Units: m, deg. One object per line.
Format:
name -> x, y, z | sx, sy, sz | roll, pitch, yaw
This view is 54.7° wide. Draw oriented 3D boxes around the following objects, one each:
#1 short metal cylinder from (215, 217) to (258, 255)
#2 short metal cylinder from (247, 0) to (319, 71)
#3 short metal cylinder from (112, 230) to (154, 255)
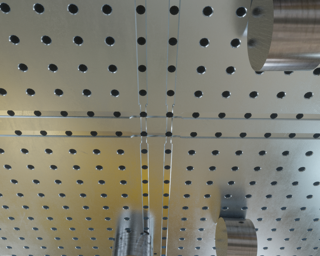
short metal cylinder -> 0.133, 0.201, 0.548 | 0.050, 0.080, 0.079 | 5, 130, -4
short metal cylinder -> 0.119, -0.095, 0.296 | 0.050, 0.080, 0.079 | 0, 130, 0
short metal cylinder -> -0.053, 0.243, 0.602 | 0.081, 0.050, 0.079 | 0, 130, 0
